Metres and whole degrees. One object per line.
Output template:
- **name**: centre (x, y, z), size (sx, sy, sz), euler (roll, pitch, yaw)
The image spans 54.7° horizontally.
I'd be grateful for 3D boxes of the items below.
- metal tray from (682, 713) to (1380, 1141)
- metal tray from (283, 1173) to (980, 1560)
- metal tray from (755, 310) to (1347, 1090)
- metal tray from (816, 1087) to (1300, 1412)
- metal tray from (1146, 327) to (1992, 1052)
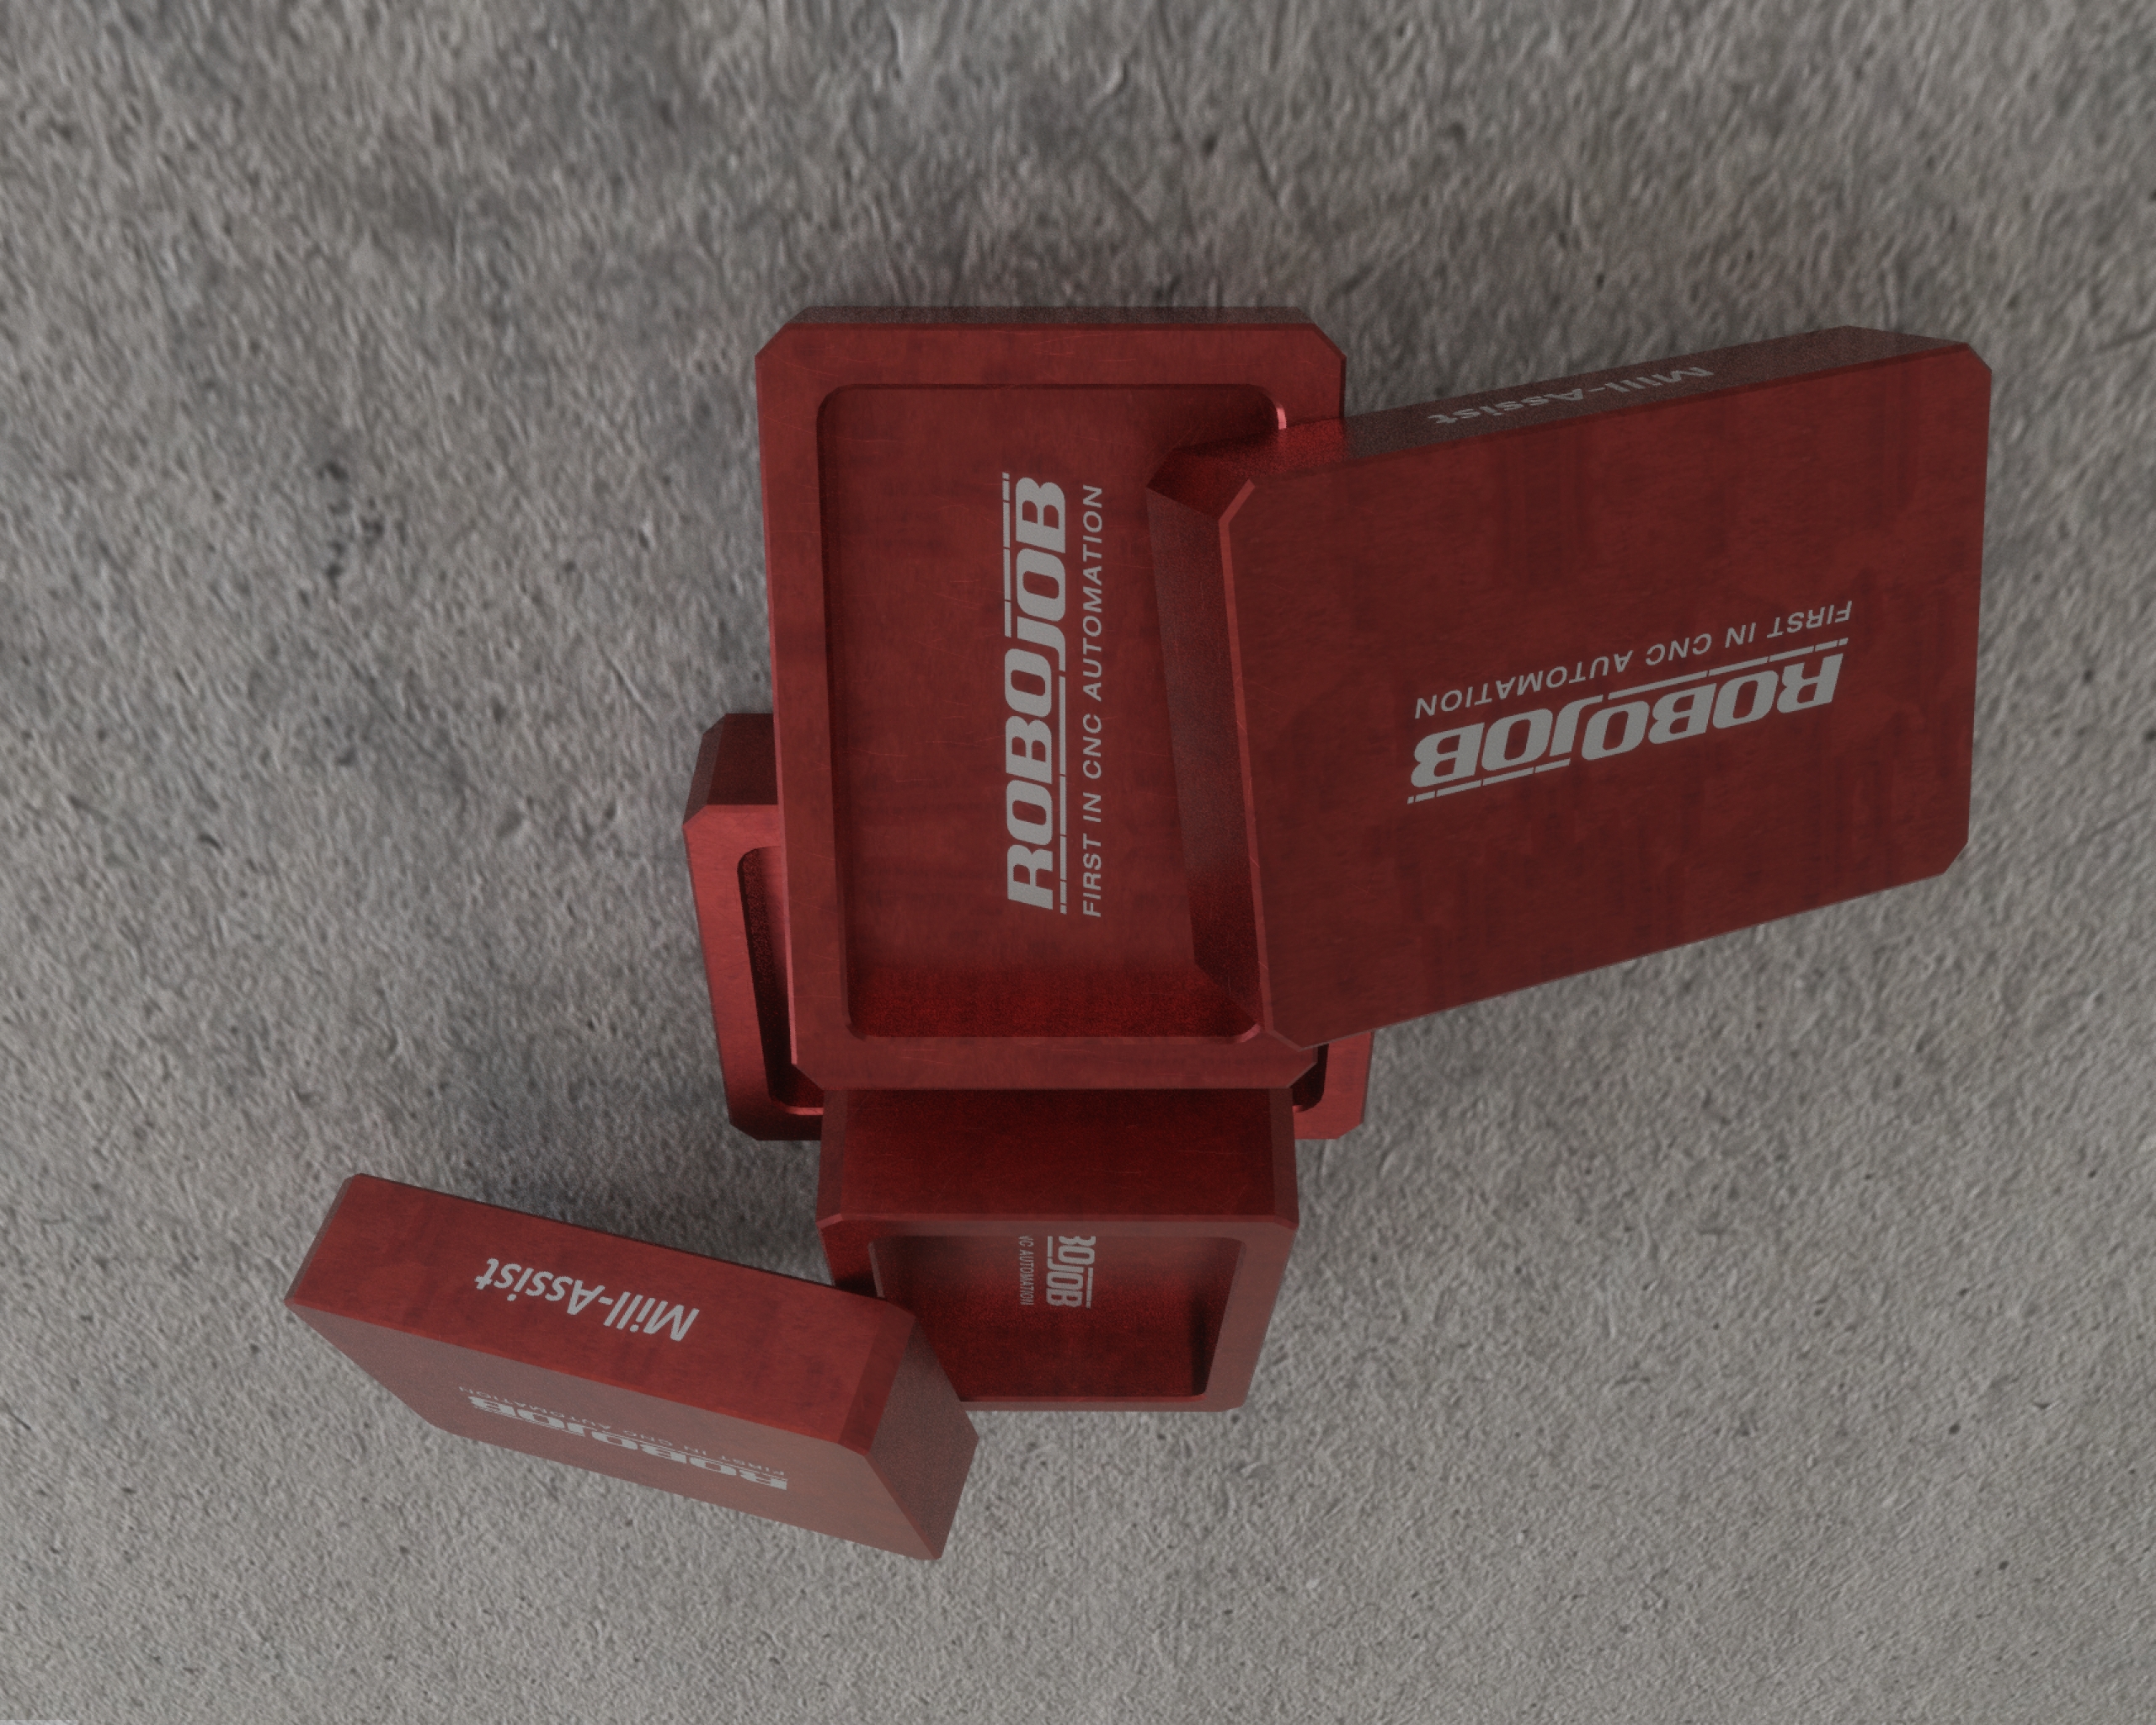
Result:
- **metal tray**: centre (-0.006, 0.015, 0.415), size (0.131, 0.030, 0.089), euler (0, 130, 0)
- **metal tray**: centre (-0.094, 0.112, 0.457), size (0.130, 0.030, 0.090), euler (10, 150, 14)
- **metal tray**: centre (-0.004, -0.026, 0.352), size (0.091, 0.030, 0.129), euler (0, 110, 0)
- **metal tray**: centre (-0.005, 0.086, 0.449), size (0.091, 0.030, 0.129), euler (0, 150, -1)
- **metal tray**: centre (0.081, -0.030, 0.333), size (0.131, 0.030, 0.089), euler (-14, 113, -16)
